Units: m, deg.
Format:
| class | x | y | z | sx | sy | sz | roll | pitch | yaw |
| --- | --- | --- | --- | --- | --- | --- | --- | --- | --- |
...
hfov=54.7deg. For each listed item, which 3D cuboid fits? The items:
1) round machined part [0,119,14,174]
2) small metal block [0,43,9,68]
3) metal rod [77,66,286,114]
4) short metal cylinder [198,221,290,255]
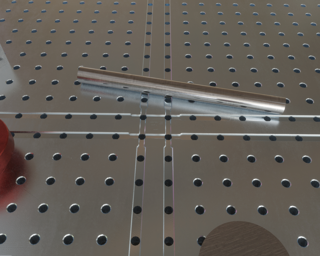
| class | x | y | z | sx | sy | sz | roll | pitch | yaw |
| --- | --- | --- | --- | --- | --- | --- | --- | --- | --- |
| round machined part | -0.224 | 0.032 | 0.367 | 0.099 | 0.042 | 0.098 | 0 | 50 | 0 |
| small metal block | -0.274 | -0.114 | 0.483 | 0.025 | 0.050 | 0.050 | 27 | 55 | 20 |
| metal rod | 0.026 | -0.056 | 0.455 | 0.302 | 0.025 | 0.025 | 10 | 51 | 7 |
| short metal cylinder | 0.073 | 0.133 | 0.281 | 0.081 | 0.050 | 0.080 | 0 | 50 | 0 |
